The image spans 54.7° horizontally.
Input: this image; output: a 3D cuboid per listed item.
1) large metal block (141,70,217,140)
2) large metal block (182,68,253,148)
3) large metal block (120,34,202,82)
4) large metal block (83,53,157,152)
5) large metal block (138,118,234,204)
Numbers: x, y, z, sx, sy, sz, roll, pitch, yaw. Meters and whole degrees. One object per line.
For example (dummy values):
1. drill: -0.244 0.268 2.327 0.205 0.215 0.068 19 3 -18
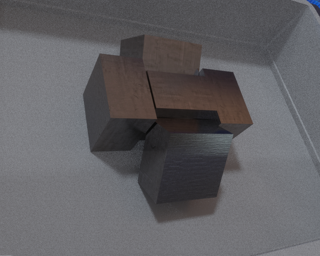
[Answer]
1. large metal block: 0.010 -0.024 0.389 0.081 0.080 0.050 1 62 -28
2. large metal block: 0.068 -0.022 0.419 0.050 0.080 0.080 1 62 -28
3. large metal block: -0.003 -0.089 0.414 0.081 0.080 0.050 2 99 -28
4. large metal block: -0.050 -0.026 0.357 0.050 0.080 0.080 1 62 -28
5. large metal block: 0.027 0.035 0.353 0.081 0.079 0.050 1 19 -29
